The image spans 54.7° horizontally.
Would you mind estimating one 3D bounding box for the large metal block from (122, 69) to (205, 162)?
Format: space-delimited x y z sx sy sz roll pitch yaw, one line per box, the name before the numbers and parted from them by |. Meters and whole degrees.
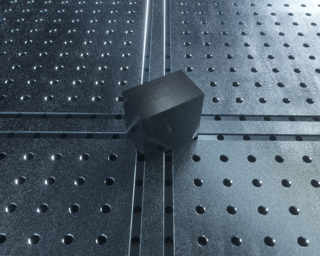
large metal block | 0.003 -0.015 0.385 0.081 0.080 0.050 -24 54 -19
